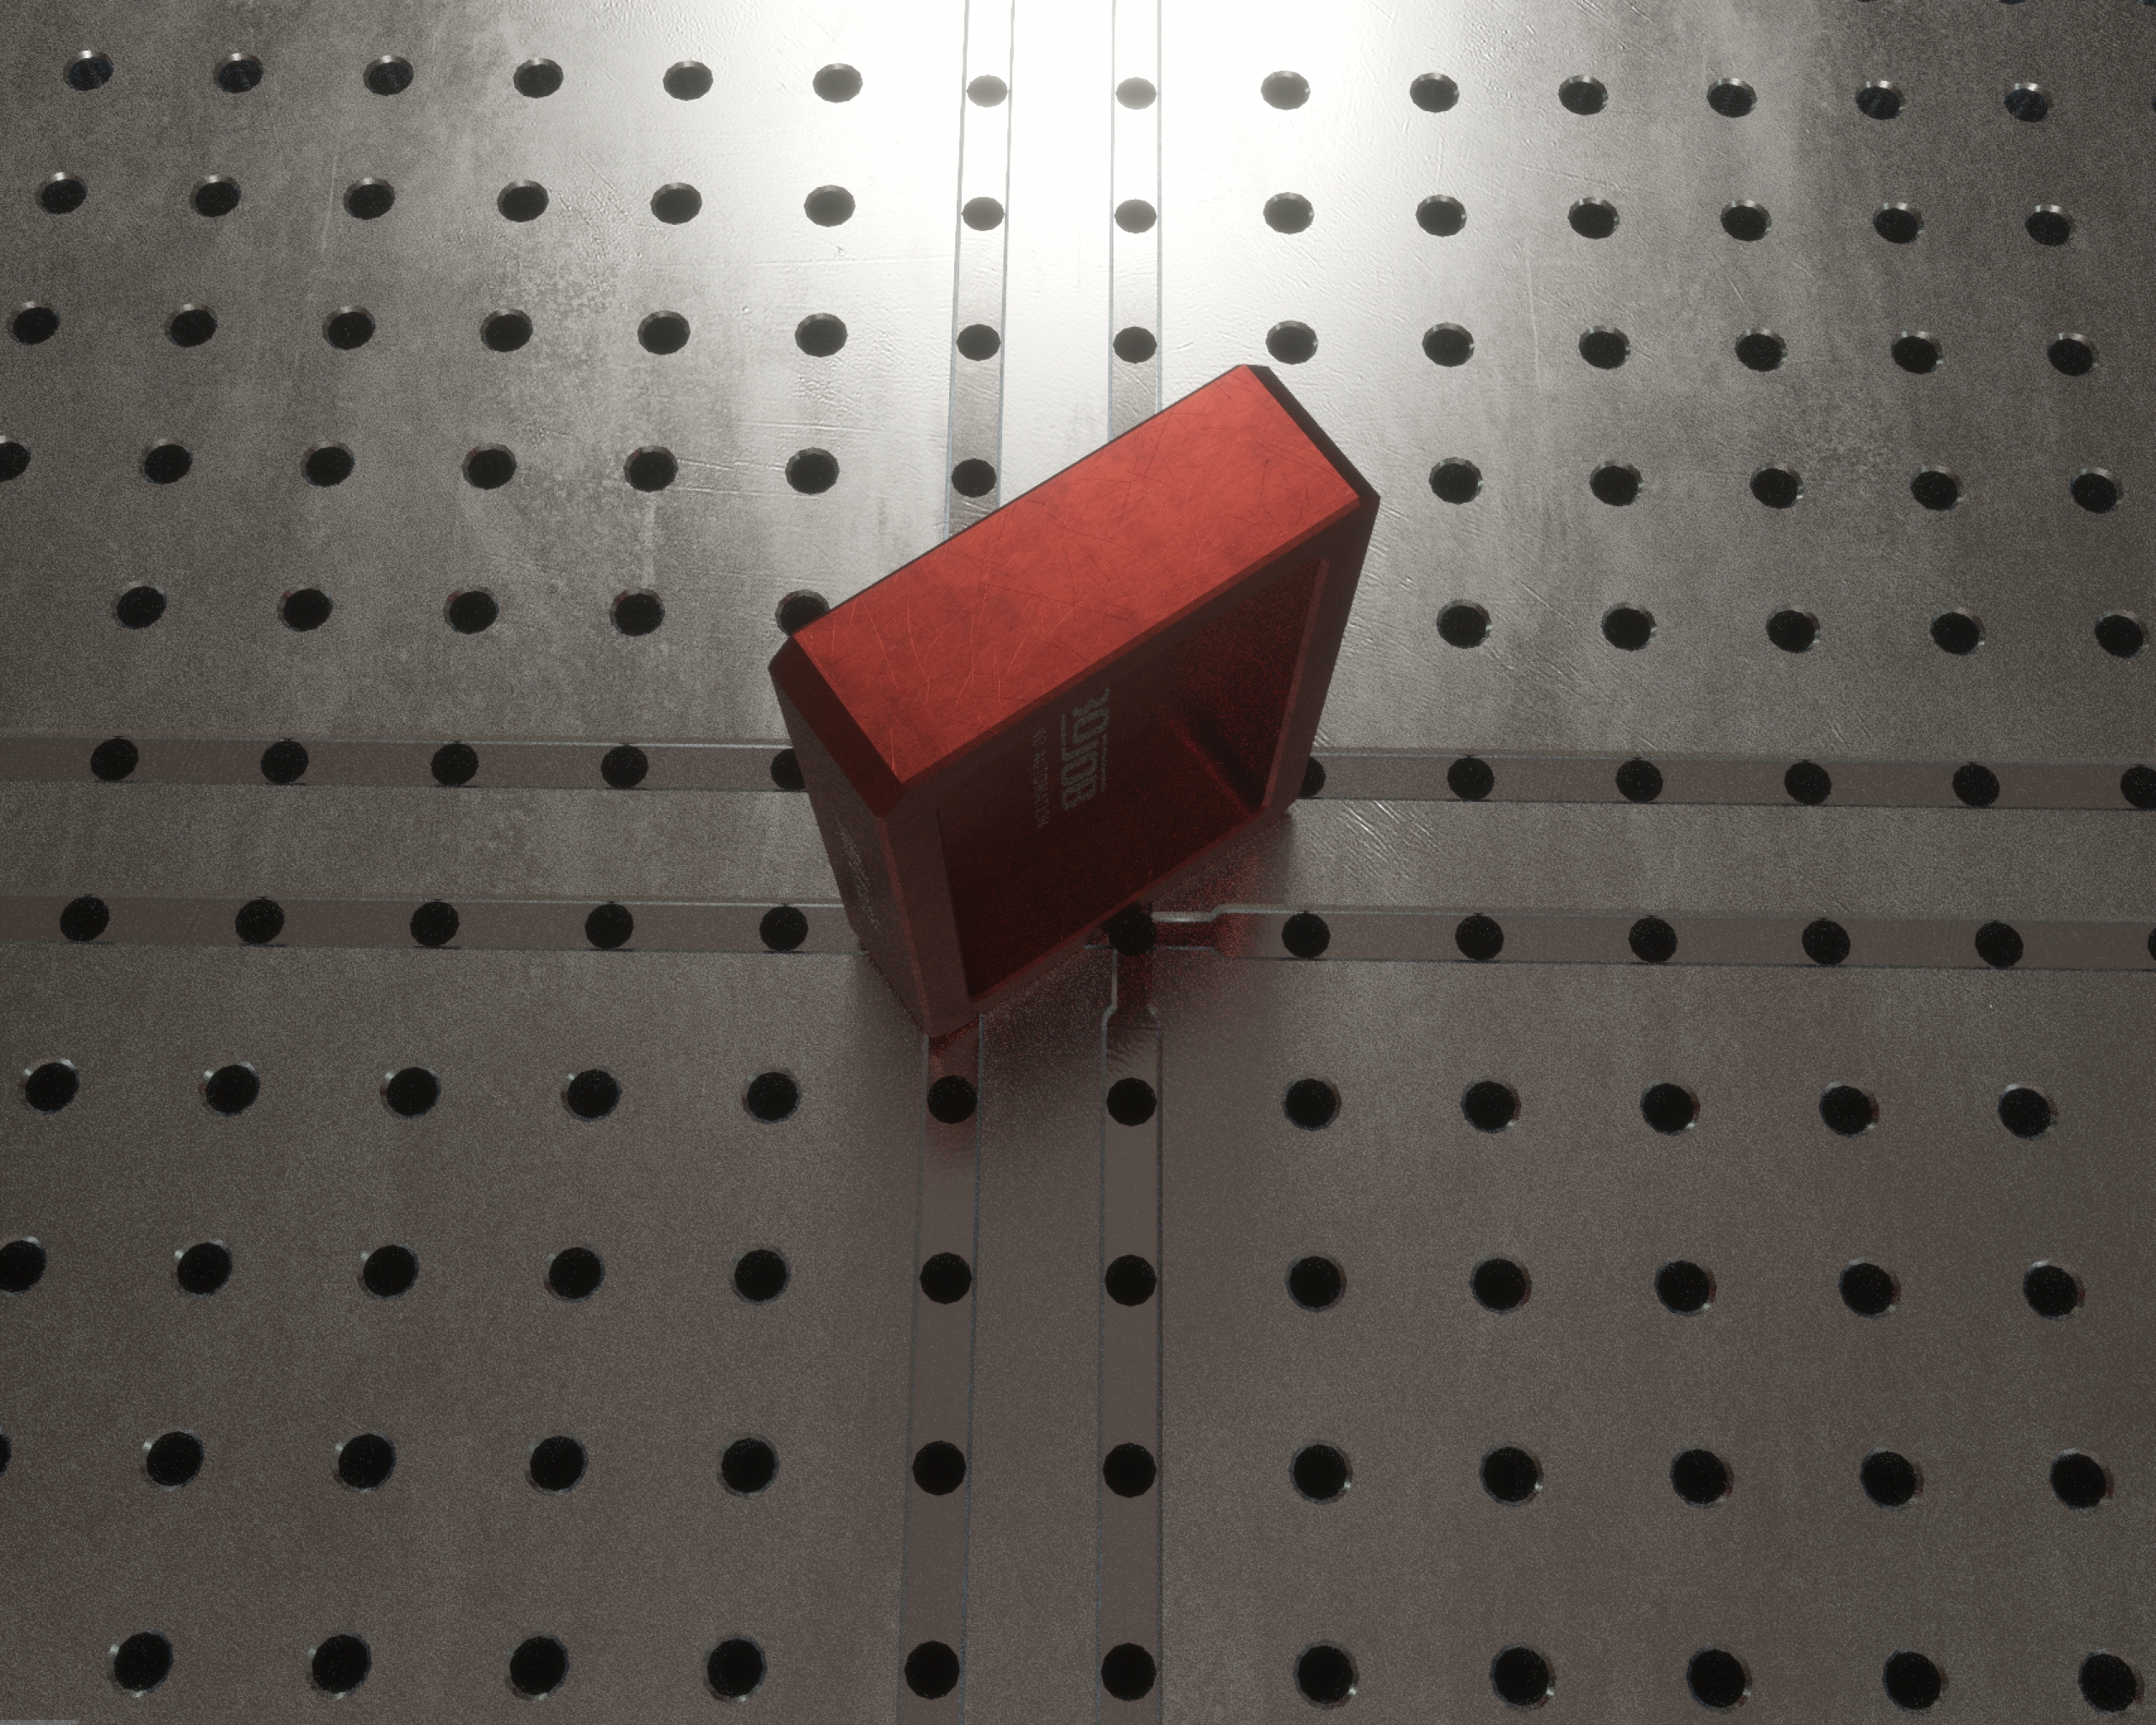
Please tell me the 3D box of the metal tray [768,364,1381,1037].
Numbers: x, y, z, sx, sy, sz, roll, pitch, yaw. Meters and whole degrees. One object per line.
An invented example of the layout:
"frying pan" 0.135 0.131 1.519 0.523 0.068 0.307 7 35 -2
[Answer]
"metal tray" 0.000 -0.021 0.363 0.090 0.130 0.030 -33 74 -12
